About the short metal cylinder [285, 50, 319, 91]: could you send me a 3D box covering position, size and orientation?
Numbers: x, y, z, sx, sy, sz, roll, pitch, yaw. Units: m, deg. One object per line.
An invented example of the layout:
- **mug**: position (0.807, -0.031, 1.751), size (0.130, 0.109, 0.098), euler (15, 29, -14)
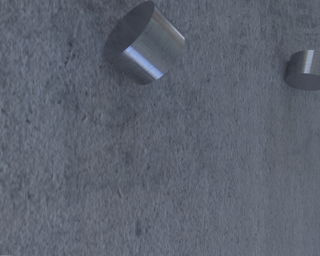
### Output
- **short metal cylinder**: position (0.300, -0.114, 0.625), size (0.080, 0.080, 0.050), euler (25, 74, -38)

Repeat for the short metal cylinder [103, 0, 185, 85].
- **short metal cylinder**: position (-0.019, -0.096, 0.354), size (0.050, 0.080, 0.080), euler (37, 67, -34)
